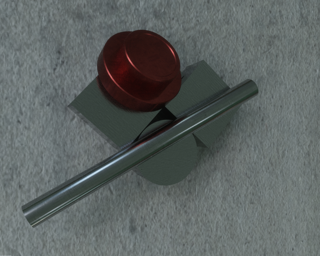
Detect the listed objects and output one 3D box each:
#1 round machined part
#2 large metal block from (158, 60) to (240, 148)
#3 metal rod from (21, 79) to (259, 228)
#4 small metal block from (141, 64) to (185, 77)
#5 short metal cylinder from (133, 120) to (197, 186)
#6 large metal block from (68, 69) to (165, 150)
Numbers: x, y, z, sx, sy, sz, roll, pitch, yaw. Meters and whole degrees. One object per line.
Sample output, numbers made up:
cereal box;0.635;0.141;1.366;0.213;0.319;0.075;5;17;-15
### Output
round machined part;-0.016;-0.070;0.349;0.099;0.042;0.098;15;57;-25
large metal block;0.050;-0.031;0.417;0.080;0.050;0.080;43;76;-15
metal rod;-0.007;0.018;0.355;0.302;0.025;0.025;-29;100;-18
small metal block;-0.005;-0.069;0.408;0.050;0.025;0.050;45;76;-15
short metal cylinder;0.000;0.030;0.397;0.081;0.050;0.079;0;90;-21
large metal block;-0.052;-0.029;0.377;0.080;0.050;0.080;44;76;-15
